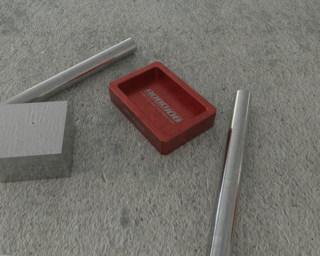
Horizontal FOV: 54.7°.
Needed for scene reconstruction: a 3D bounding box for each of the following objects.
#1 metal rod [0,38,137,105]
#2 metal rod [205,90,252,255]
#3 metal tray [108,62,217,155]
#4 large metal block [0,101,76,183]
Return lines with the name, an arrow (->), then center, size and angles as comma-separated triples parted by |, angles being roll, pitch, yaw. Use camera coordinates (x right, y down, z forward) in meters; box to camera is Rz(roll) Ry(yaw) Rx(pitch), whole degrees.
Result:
metal rod -> -0.156, -0.061, 0.452 | 0.302, 0.025, 0.025 | -36, 59, -27
metal rod -> 0.078, 0.065, 0.349 | 0.025, 0.025, 0.300 | 12, 51, 10
metal tray -> 0.001, -0.033, 0.427 | 0.091, 0.030, 0.130 | -30, 57, -23
large metal block -> -0.150, 0.015, 0.372 | 0.081, 0.050, 0.080 | -4, 50, -4
